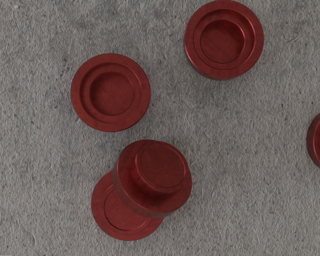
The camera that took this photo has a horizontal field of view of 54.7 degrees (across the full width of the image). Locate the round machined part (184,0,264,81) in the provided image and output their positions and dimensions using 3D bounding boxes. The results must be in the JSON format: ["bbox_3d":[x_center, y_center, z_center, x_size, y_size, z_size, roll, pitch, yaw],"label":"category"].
[{"bbox_3d":[0.079,-0.110,0.402,0.099,0.042,0.097,0,90,0],"label":"round machined part"}]

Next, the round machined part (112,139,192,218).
[{"bbox_3d":[-0.004,0.055,0.374,0.099,0.042,0.098,15,50,-18],"label":"round machined part"}]

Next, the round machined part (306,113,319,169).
[{"bbox_3d":[0.249,0.018,0.403,0.099,0.042,0.097,0,90,0],"label":"round machined part"}]

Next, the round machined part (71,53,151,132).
[{"bbox_3d":[-0.061,-0.044,0.401,0.099,0.042,0.097,0,90,0],"label":"round machined part"}]

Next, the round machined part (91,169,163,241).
[{"bbox_3d":[-0.040,0.098,0.401,0.099,0.042,0.097,0,90,0],"label":"round machined part"}]
